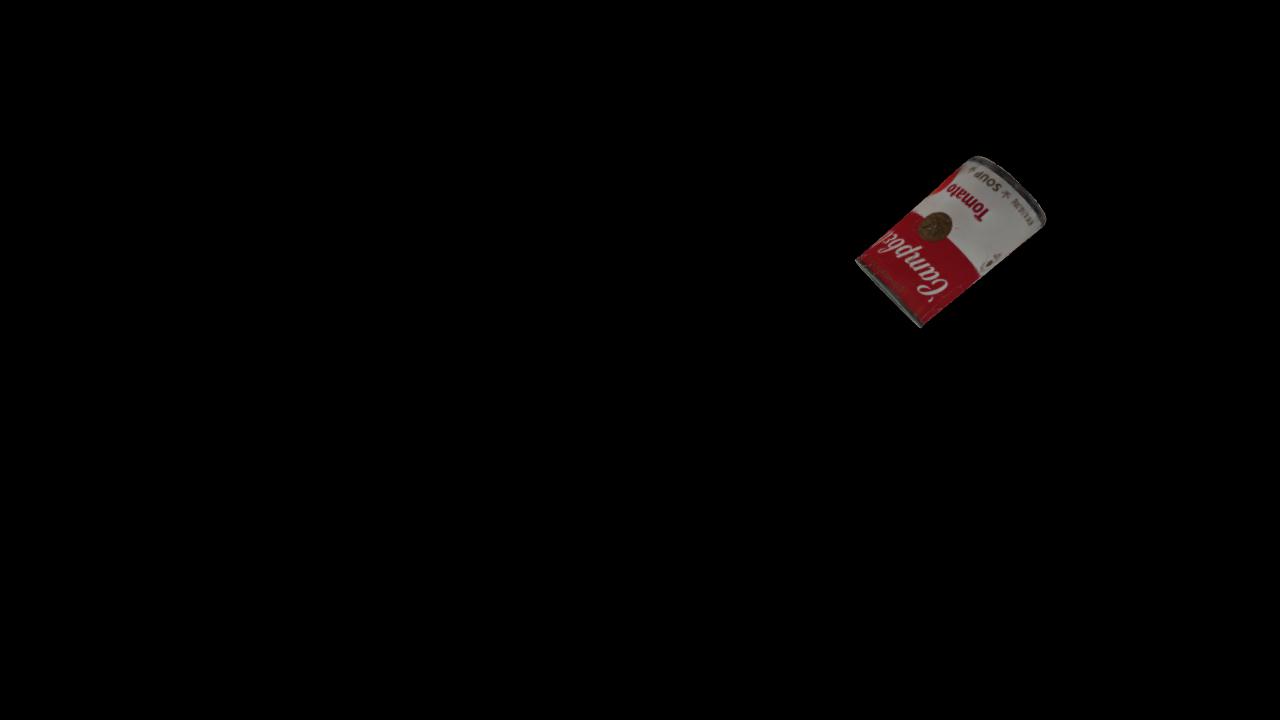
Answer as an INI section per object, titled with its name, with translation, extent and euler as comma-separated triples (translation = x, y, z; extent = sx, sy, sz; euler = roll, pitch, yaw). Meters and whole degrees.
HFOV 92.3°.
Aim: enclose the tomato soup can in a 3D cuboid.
[tomato soup can]
translation = 0.211, -0.080, 0.424
extent = 0.101, 0.068, 0.068
euler = -43, -16, 18
